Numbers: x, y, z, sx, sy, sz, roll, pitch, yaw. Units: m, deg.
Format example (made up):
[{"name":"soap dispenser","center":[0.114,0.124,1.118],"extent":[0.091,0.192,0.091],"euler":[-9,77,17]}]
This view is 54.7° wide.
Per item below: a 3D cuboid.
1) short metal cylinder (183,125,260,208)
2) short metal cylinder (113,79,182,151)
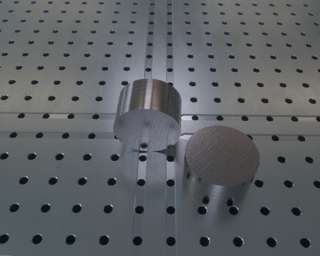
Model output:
[{"name":"short metal cylinder","center":[0.068,0.044,0.355],"extent":[0.081,0.050,0.080],"euler":[0,50,0]},{"name":"short metal cylinder","center":[-0.014,-0.015,0.384],"extent":[0.080,0.080,0.050],"euler":[2,50,2]}]
